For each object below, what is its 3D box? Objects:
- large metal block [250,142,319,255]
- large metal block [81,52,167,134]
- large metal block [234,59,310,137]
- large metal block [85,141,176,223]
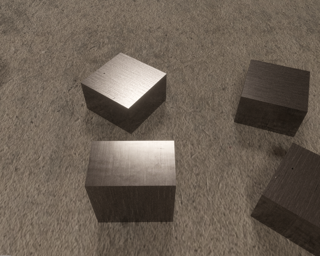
[{"bbox_3d":[0.156,0.075,0.326,0.080,0.050,0.080,30,56,22],"label":"large metal block"},{"bbox_3d":[-0.047,-0.050,0.429,0.080,0.050,0.080,29,56,22],"label":"large metal block"},{"bbox_3d":[0.153,-0.043,0.425,0.080,0.050,0.080,15,52,12],"label":"large metal block"},{"bbox_3d":[-0.026,0.057,0.319,0.081,0.080,0.050,0,50,-1],"label":"large metal block"}]
